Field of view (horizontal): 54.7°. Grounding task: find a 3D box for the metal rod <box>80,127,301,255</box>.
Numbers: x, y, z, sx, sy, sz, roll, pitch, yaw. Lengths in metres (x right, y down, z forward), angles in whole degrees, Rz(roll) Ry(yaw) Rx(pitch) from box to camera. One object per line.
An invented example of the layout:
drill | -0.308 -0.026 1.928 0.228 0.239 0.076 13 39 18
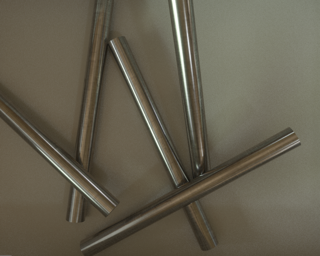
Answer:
metal rod | 0.029 0.085 0.386 0.300 0.025 0.025 -31 91 10

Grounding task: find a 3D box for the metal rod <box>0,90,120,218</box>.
metal rod | -0.169 0.001 0.392 0.300 0.025 0.025 41 90 6

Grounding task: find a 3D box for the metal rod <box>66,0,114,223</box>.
metal rod | -0.092 -0.027 0.410 0.025 0.025 0.298 8 90 -1

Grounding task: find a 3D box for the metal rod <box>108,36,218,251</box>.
metal rod | 0.004 0.020 0.411 0.025 0.025 0.299 -24 90 0

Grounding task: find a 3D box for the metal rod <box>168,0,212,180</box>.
metal rod | 0.035 -0.054 0.352 0.025 0.025 0.298 -10 115 0
